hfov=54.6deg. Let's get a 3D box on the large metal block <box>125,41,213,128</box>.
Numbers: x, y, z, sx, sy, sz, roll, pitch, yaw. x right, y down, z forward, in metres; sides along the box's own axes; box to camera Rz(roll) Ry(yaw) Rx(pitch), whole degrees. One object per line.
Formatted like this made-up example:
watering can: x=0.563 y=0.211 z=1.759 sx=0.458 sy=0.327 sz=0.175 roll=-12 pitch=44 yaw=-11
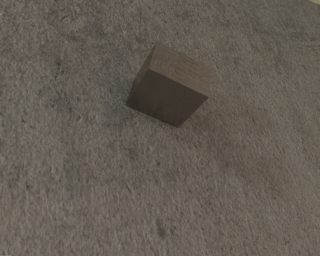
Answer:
large metal block: x=0.011 y=-0.053 z=0.406 sx=0.080 sy=0.080 sz=0.050 roll=23 pitch=53 yaw=-14
